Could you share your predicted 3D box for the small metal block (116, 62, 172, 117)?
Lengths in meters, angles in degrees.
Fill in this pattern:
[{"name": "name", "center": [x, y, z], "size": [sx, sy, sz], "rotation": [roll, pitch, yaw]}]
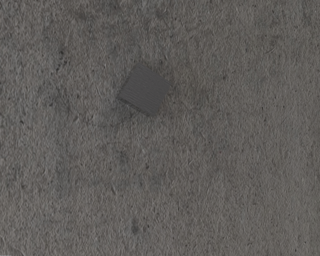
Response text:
[{"name": "small metal block", "center": [-0.021, -0.048, 0.401], "size": [0.050, 0.025, 0.050], "rotation": [30, 80, -18]}]
